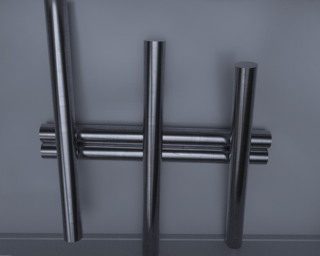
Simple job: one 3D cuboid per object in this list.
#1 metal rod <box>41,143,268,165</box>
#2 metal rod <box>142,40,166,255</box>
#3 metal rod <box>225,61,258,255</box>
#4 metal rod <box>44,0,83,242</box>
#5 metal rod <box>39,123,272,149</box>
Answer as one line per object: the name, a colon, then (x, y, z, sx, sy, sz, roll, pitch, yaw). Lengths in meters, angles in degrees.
metal rod: (-0.006, 0.034, 0.423, 0.302, 0.025, 0.025, 2, 110, -1)
metal rod: (-0.010, 0.041, 0.399, 0.025, 0.025, 0.298, 1, 110, -1)
metal rod: (0.104, 0.061, 0.410, 0.025, 0.025, 0.298, -4, 119, 1)
metal rod: (-0.117, 0.000, 0.383, 0.025, 0.025, 0.298, -1, 102, 0)
metal rod: (-0.005, 0.011, 0.414, 0.302, 0.025, 0.025, 2, 110, -1)
